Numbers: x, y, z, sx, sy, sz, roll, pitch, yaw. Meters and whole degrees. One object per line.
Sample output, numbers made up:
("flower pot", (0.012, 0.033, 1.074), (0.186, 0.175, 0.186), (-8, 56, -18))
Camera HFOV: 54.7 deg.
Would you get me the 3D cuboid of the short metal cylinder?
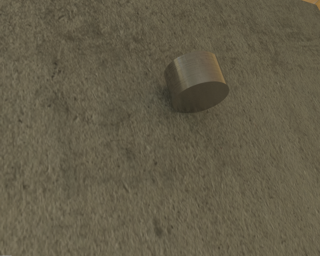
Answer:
("short metal cylinder", (0.051, -0.063, 0.436), (0.081, 0.080, 0.050), (0, 62, -29))
